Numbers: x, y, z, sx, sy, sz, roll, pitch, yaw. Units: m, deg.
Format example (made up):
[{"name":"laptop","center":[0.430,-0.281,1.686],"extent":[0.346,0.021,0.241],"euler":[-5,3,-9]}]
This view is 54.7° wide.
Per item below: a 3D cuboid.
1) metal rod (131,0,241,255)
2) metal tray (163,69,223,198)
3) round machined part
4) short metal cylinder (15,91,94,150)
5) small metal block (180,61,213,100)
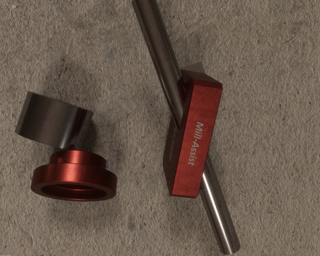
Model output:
[{"name":"metal rod","center":[0.033,0.004,0.344],"extent":[0.025,0.025,0.298],"euler":[-20,99,0]},{"name":"metal tray","center":[0.033,0.003,0.360],"extent":[0.030,0.090,0.129],"euler":[8,106,-8]},{"name":"round machined part","center":[-0.101,0.058,0.378],"extent":[0.099,0.098,0.042],"euler":[1,64,-1]},{"name":"short metal cylinder","center":[-0.128,-0.009,0.381],"extent":[0.080,0.080,0.050],"euler":[18,90,-1]},{"name":"small metal block","center":[0.037,-0.055,0.410],"extent":[0.050,0.025,0.050],"euler":[-18,90,-1]}]
